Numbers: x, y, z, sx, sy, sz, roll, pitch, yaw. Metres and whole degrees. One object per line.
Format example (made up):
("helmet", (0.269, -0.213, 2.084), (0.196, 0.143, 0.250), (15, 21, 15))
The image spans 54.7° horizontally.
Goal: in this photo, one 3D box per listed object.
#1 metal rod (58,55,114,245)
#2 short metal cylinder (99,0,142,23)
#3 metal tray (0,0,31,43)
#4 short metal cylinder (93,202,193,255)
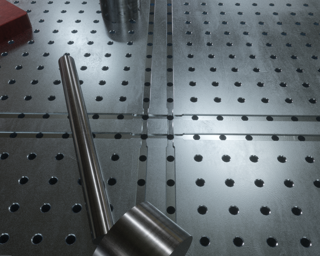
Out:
("metal rod", (-0.102, 0.003, 0.403), (0.025, 0.025, 0.300), (-14, 51, -12))
("short metal cylinder", (-0.076, -0.247, 0.598), (0.081, 0.050, 0.080), (0, 50, 0))
("metal tray", (-0.317, -0.204, 0.574), (0.130, 0.030, 0.090), (33, 57, 24))
("short metal cylinder", (-0.015, 0.114, 0.276), (0.050, 0.080, 0.080), (33, 58, 24))
